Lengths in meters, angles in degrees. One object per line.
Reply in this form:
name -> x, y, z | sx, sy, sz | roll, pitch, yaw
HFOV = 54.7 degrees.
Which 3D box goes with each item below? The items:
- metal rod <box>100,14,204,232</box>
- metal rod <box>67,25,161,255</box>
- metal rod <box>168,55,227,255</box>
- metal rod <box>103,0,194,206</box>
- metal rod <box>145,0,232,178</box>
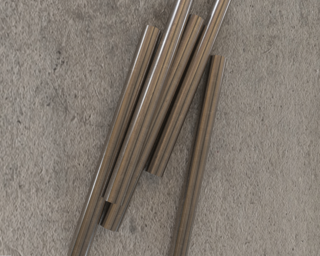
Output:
metal rod -> -0.007, -0.013, 0.407 | 0.025, 0.025, 0.299 | 25, 82, -19
metal rod -> -0.055, 0.013, 0.389 | 0.025, 0.025, 0.299 | 20, 83, -19
metal rod -> 0.052, 0.046, 0.429 | 0.025, 0.025, 0.298 | 14, 85, -20
metal rod -> -0.008, -0.052, 0.391 | 0.025, 0.025, 0.299 | 22, 79, -19
metal rod -> 0.047, -0.077, 0.427 | 0.025, 0.025, 0.299 | 25, 82, -19
